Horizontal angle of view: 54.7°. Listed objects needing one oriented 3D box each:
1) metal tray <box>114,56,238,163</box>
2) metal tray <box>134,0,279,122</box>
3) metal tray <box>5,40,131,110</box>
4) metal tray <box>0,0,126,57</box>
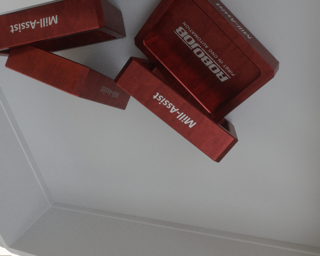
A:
[{"bbox_3d":[0.022,-0.024,0.337,0.130,0.090,0.030,38,104,2],"label":"metal tray"},{"bbox_3d":[0.046,-0.079,0.326,0.130,0.030,0.090,46,129,0],"label":"metal tray"},{"bbox_3d":[-0.096,-0.057,0.360,0.090,0.130,0.030,23,93,14],"label":"metal tray"},{"bbox_3d":[-0.111,-0.104,0.331,0.131,0.090,0.030,-9,99,9],"label":"metal tray"}]
